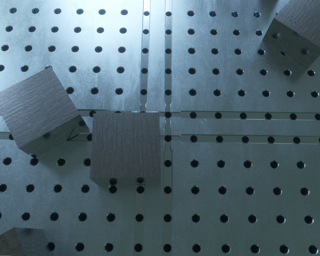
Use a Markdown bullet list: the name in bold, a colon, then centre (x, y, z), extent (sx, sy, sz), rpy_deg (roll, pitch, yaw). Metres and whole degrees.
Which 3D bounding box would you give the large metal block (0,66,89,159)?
- **large metal block**: centre (-0.153, -0.020, 0.404), extent (0.080, 0.050, 0.080), rpy_deg (-31, 73, -11)

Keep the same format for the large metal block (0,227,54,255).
- **large metal block**: centre (-0.145, 0.155, 0.324), extent (0.050, 0.080, 0.080), rpy_deg (-28, 73, -10)

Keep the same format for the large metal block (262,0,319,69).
- **large metal block**: centre (0.215, -0.149, 0.455), extent (0.080, 0.050, 0.080), rpy_deg (39, 74, 12)

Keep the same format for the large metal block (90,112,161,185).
- **large metal block**: centre (-0.040, 0.027, 0.388), extent (0.081, 0.050, 0.080), rpy_deg (-1, 70, -1)
